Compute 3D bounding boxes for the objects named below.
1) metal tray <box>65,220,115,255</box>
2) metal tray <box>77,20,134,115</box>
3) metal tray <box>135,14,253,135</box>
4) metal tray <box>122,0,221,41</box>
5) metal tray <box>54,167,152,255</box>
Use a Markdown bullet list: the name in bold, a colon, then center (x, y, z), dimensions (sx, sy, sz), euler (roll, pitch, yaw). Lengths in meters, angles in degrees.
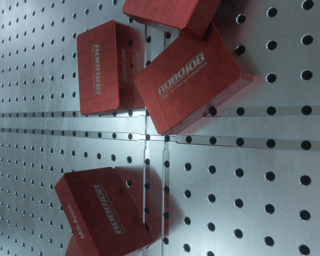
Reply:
- **metal tray**: center (-0.097, 0.183, 0.475), dimensions (0.090, 0.030, 0.129), euler (41, 119, 33)
- **metal tray**: center (-0.086, -0.087, 0.474), dimensions (0.090, 0.030, 0.129), euler (-6, 86, 39)
- **metal tray**: center (0.034, -0.060, 0.376), dimensions (0.130, 0.030, 0.090), euler (-37, 68, 33)
- **metal tray**: center (0.016, -0.163, 0.367), dimensions (0.130, 0.030, 0.090), euler (35, 101, 44)
- **metal tray**: center (-0.078, 0.119, 0.429), dimensions (0.030, 0.091, 0.130), euler (-47, 62, 29)
